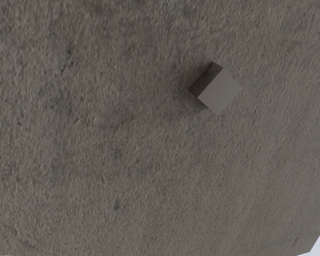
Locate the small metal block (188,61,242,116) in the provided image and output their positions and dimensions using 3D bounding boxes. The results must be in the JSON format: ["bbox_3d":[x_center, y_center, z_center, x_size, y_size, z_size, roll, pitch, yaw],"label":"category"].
[{"bbox_3d":[0.075,-0.052,0.417,0.050,0.025,0.050,-49,129,6],"label":"small metal block"}]
